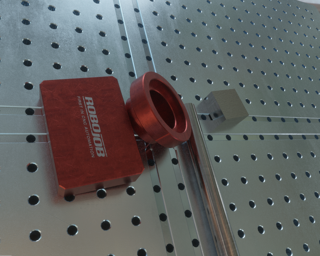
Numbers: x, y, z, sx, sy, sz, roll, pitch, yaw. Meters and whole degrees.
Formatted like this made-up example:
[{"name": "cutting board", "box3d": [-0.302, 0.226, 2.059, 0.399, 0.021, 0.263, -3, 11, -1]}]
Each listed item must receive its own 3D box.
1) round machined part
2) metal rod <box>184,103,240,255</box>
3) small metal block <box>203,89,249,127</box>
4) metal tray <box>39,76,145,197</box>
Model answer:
[{"name": "round machined part", "box3d": [-0.006, -0.019, 0.390, 0.098, 0.042, 0.098, 42, 32, -33]}, {"name": "metal rod", "box3d": [0.069, 0.102, 0.384, 0.025, 0.025, 0.299, 1, 61, -28]}, {"name": "small metal block", "box3d": [0.103, -0.032, 0.486, 0.050, 0.025, 0.050, -10, 67, -33]}, {"name": "metal tray", "box3d": [-0.080, 0.004, 0.354, 0.091, 0.030, 0.130, -8, 66, -25]}]
